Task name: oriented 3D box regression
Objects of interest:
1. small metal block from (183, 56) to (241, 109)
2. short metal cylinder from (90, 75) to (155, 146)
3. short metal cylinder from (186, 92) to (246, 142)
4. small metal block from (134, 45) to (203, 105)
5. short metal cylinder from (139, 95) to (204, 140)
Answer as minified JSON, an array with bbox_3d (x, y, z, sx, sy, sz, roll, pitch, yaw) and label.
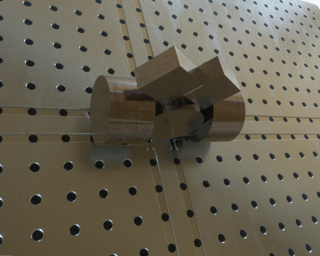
[{"bbox_3d":[0.057,-0.050,0.355,0.050,0.050,0.025,24,46,-53],"label":"small metal block"},{"bbox_3d":[-0.046,-0.019,0.359,0.050,0.080,0.080,1,61,-28],"label":"short metal cylinder"},{"bbox_3d":[0.069,-0.021,0.422,0.050,0.080,0.080,0,62,-27],"label":"short metal cylinder"},{"bbox_3d":[0.009,-0.053,0.325,0.050,0.050,0.025,25,45,-54],"label":"small metal block"},{"bbox_3d":[0.010,-0.024,0.393,0.081,0.080,0.050,1,62,-28],"label":"short metal cylinder"}]
